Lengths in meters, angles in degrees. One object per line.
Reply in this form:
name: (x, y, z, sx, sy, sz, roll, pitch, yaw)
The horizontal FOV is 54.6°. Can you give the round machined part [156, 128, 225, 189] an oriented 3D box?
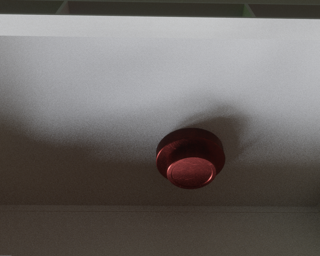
round machined part: (0.044, 0.050, 0.440, 0.099, 0.042, 0.097, 0, 130, 0)
